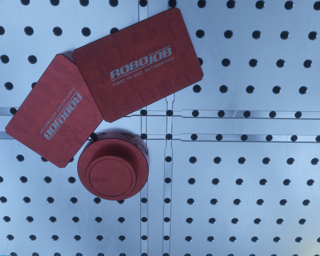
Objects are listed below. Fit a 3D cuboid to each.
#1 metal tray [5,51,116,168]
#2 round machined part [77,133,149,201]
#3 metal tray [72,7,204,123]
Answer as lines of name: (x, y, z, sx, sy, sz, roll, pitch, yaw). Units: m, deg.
metal tray: (-0.124, -0.021, 0.402, 0.090, 0.030, 0.130, 37, 106, -13)
round machined part: (-0.065, 0.059, 0.425, 0.099, 0.042, 0.097, 0, 110, 0)
metal tray: (-0.024, -0.074, 0.365, 0.131, 0.030, 0.090, -26, 109, -8)
